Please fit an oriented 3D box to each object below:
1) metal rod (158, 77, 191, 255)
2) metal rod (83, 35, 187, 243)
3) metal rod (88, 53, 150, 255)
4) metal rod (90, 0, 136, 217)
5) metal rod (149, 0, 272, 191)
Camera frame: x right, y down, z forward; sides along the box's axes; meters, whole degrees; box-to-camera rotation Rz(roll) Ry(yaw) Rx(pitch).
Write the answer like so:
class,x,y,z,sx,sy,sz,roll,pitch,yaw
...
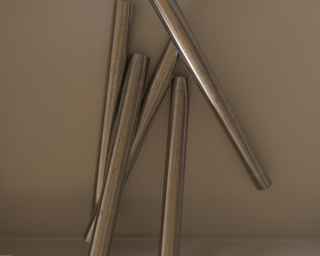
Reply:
class,x,y,z,sx,sy,sz,roll,pitch,yaw
metal rod,0.015,0.087,0.375,0.025,0.025,0.298,5,84,-2
metal rod,-0.036,0.023,0.403,0.025,0.025,0.298,23,103,-8
metal rod,-0.054,0.058,0.372,0.025,0.025,0.298,12,87,-4
metal rod,-0.066,-0.008,0.407,0.025,0.025,0.298,9,110,-4
metal rod,0.071,-0.034,0.382,0.025,0.025,0.299,-29,114,10
